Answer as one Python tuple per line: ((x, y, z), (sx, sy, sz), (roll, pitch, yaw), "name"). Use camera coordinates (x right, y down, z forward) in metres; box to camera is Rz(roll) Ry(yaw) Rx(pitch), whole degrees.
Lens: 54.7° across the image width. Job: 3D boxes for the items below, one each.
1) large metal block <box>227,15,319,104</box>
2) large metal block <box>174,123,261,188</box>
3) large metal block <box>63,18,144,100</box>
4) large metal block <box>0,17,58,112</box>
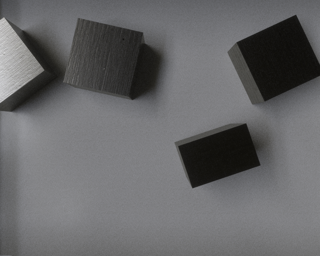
((0.146, -0.085, 0.401), (0.080, 0.050, 0.080), (-25, 90, -1), "large metal block")
((0.066, 0.031, 0.385), (0.080, 0.080, 0.050), (-19, 90, 0), "large metal block")
((-0.068, -0.085, 0.398), (0.080, 0.050, 0.080), (13, 90, -1), "large metal block")
((-0.195, -0.077, 0.396), (0.080, 0.050, 0.080), (-37, 90, 0), "large metal block")
